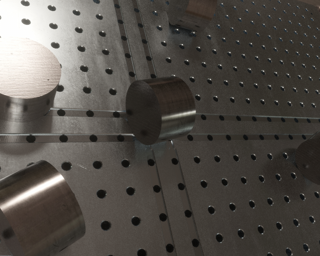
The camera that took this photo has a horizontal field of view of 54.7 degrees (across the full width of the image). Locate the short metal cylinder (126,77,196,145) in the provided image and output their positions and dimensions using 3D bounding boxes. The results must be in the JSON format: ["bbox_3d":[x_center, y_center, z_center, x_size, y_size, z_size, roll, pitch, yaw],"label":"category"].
[{"bbox_3d":[-0.001,-0.023,0.388,0.050,0.080,0.080,-13,69,-34],"label":"short metal cylinder"}]

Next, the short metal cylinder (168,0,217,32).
[{"bbox_3d":[0.054,-0.211,0.533,0.050,0.080,0.080,8,59,-25],"label":"short metal cylinder"}]

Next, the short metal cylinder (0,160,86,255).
[{"bbox_3d":[-0.109,0.075,0.269,0.050,0.080,0.080,-28,78,-38],"label":"short metal cylinder"}]

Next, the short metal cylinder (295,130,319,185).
[{"bbox_3d":[0.266,0.046,0.492,0.050,0.080,0.080,-24,75,-37],"label":"short metal cylinder"}]

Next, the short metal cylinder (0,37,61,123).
[{"bbox_3d":[-0.155,-0.053,0.341,0.081,0.050,0.080,14,56,-21],"label":"short metal cylinder"}]
